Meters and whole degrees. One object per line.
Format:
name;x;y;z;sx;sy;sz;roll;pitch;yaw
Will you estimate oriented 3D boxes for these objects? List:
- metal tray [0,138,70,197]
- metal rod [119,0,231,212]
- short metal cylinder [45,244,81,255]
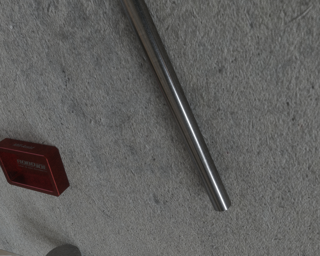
metal tray;-0.236;0.071;0.568;0.130;0.030;0.089;7;122;24
metal rod;0.025;-0.021;0.379;0.025;0.025;0.299;-13;112;33
short metal cylinder;-0.204;0.298;0.660;0.080;0.080;0.050;9;123;23
